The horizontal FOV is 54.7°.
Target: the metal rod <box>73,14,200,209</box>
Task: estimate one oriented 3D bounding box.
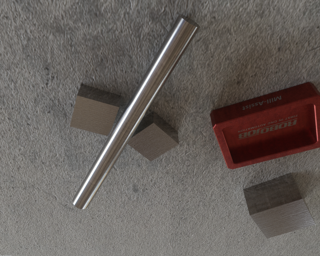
[{"bbox_3d":[-0.043,0.000,0.385,0.025,0.025,0.298,23,120,-19],"label":"metal rod"}]

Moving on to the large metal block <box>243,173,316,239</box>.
[{"bbox_3d":[0.193,0.128,0.503,0.080,0.050,0.080,-25,126,19],"label":"large metal block"}]

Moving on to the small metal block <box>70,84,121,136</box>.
[{"bbox_3d":[-0.081,-0.021,0.388,0.050,0.025,0.050,15,128,-13],"label":"small metal block"}]

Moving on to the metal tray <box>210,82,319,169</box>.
[{"bbox_3d":[0.141,0.001,0.406,0.130,0.030,0.090,-17,129,13],"label":"metal tray"}]

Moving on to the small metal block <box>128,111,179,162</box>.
[{"bbox_3d":[-0.010,0.012,0.417,0.050,0.025,0.050,-34,123,25],"label":"small metal block"}]
